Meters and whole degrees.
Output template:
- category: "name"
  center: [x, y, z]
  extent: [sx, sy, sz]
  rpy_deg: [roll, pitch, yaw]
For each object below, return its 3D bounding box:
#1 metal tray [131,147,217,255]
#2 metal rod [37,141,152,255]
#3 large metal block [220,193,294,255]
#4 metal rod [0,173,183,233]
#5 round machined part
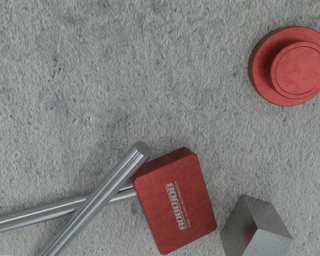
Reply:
- category: "metal tray"
  center: [0.020, 0.102, 0.430]
  extent: [0.091, 0.030, 0.129]
  rpy_deg: [-22, 111, -12]
- category: "metal rod"
  center: [-0.109, 0.126, 0.428]
  extent: [0.025, 0.025, 0.299]
  rpy_deg: [36, 116, -13]
- category: "large metal block"
  center: [0.132, 0.154, 0.439]
  extent: [0.050, 0.080, 0.079]
  rpy_deg: [19, 109, -7]
- category: "metal rod"
  center: [-0.110, 0.107, 0.447]
  extent: [0.301, 0.025, 0.025]
  rpy_deg: [-16, 110, 5]
- category: "round machined part"
  center: [0.162, -0.073, 0.376]
  extent: [0.099, 0.042, 0.097]
  rpy_deg: [0, 110, -1]
